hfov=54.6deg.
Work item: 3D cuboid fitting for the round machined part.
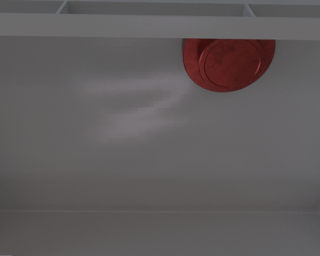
[{"bbox_3d":[0.074,-0.078,0.332,0.099,0.042,0.097,0,130,0],"label":"round machined part"}]
